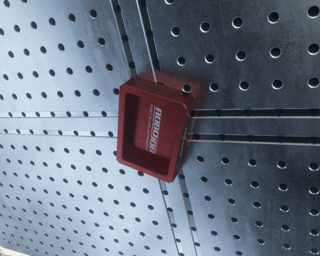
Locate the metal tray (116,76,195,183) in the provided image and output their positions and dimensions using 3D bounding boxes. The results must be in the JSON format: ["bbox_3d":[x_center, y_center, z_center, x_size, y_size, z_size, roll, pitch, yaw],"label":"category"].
[{"bbox_3d":[-0.010,0.005,0.417,0.090,0.030,0.129,19,126,16],"label":"metal tray"}]
